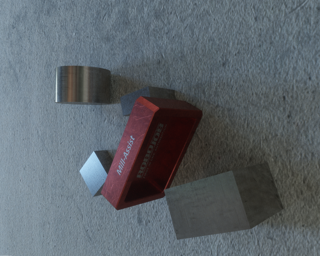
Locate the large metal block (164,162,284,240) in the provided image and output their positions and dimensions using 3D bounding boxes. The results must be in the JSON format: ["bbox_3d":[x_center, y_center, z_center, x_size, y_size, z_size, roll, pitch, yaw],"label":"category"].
[{"bbox_3d":[0.065,0.073,0.315,0.080,0.081,0.050,-25,75,37],"label":"large metal block"}]

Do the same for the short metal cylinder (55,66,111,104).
[{"bbox_3d":[-0.115,-0.062,0.464,0.080,0.081,0.050,2,92,40],"label":"short metal cylinder"}]

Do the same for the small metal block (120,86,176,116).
[{"bbox_3d":[-0.014,-0.033,0.401,0.050,0.050,0.025,-15,80,39],"label":"small metal block"}]

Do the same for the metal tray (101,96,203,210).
[{"bbox_3d":[-0.008,0.030,0.369,0.030,0.091,0.129,35,112,34],"label":"metal tray"}]

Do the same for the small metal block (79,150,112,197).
[{"bbox_3d":[-0.094,0.070,0.482,0.050,0.025,0.050,-51,60,28],"label":"small metal block"}]
